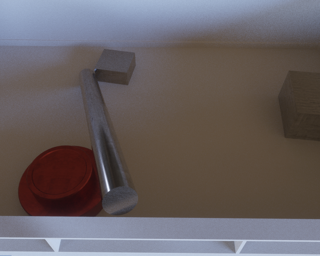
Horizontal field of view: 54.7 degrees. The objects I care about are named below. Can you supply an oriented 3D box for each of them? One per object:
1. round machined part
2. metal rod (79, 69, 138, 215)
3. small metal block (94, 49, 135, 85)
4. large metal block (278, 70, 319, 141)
[{"bbox_3d":[-0.106,0.058,0.344,0.099,0.042,0.098,0,50,0],"label":"round machined part"},{"bbox_3d":[-0.069,-0.014,0.343,0.025,0.025,0.300,-13,29,-11],"label":"metal rod"},{"bbox_3d":[-0.069,-0.096,0.485,0.050,0.025,0.050,8,50,6],"label":"small metal block"},{"bbox_3d":[0.212,-0.029,0.416,0.080,0.050,0.080,6,50,4],"label":"large metal block"}]
